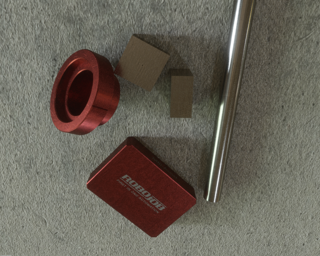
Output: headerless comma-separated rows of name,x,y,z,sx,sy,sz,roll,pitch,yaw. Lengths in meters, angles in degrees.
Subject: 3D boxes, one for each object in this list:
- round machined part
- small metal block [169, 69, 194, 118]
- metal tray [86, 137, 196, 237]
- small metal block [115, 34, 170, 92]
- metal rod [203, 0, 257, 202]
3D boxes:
round machined part,-0.085,-0.039,0.366,0.042,0.098,0.098,17,114,-46
small metal block,0.025,-0.044,0.381,0.025,0.050,0.050,1,110,-1
metal tray,-0.025,0.086,0.438,0.130,0.030,0.090,42,104,-14
small metal block,-0.022,-0.080,0.380,0.050,0.025,0.050,27,108,-10
metal rod,0.088,-0.039,0.396,0.025,0.025,0.298,5,110,-2
